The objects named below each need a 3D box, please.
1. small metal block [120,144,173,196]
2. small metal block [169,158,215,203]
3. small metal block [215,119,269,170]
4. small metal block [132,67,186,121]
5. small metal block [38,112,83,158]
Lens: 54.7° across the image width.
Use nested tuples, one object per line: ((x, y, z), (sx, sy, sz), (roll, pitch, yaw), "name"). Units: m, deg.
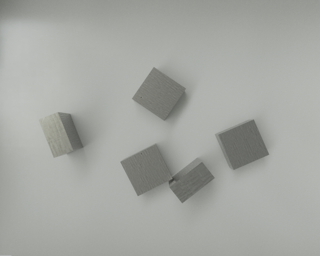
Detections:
((-0.017, 0.054, 0.411), (0.050, 0.025, 0.050), (-27, 90, 0), "small metal block")
((0.039, 0.066, 0.399), (0.050, 0.050, 0.025), (-38, 90, 0), "small metal block")
((0.108, 0.021, 0.412), (0.050, 0.025, 0.050), (-24, 90, 0), "small metal block")
((-0.001, -0.044, 0.411), (0.050, 0.025, 0.050), (34, 90, 0), "small metal block")
((-0.125, 0.008, 0.398), (0.025, 0.050, 0.050), (-22, 90, 0), "small metal block")
